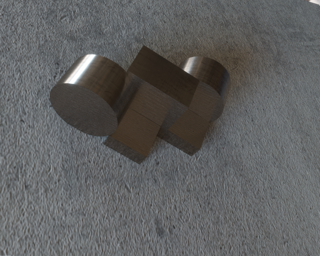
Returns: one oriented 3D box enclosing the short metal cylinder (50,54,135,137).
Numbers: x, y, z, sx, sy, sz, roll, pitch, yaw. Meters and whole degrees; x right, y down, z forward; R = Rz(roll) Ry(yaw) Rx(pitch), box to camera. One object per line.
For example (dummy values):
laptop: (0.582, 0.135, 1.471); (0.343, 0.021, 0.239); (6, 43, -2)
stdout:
short metal cylinder: (-0.075, -0.035, 0.351); (0.080, 0.080, 0.050); (31, 52, -9)

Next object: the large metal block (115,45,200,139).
large metal block: (-0.010, -0.042, 0.391); (0.080, 0.080, 0.050); (31, 52, -9)

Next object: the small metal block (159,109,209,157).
small metal block: (0.034, 0.003, 0.422); (0.050, 0.025, 0.050); (31, 52, -8)

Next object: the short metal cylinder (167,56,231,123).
short metal cylinder: (0.053, -0.051, 0.430); (0.080, 0.080, 0.050); (31, 52, -9)

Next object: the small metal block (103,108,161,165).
small metal block: (-0.034, 0.009, 0.382); (0.050, 0.025, 0.050); (31, 52, -8)
